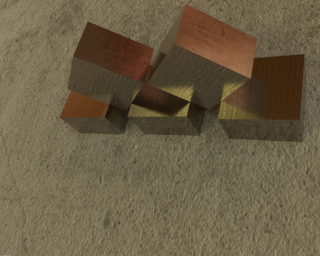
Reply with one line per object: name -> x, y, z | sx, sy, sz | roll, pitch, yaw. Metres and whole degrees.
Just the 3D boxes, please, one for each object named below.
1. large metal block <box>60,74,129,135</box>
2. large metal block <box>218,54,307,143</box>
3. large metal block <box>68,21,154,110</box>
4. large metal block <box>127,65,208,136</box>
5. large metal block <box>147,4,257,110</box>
large metal block -> -0.088, -0.038, 0.457 | 0.080, 0.050, 0.080 | 0, 62, 28
large metal block -> 0.117, -0.032, 0.347 | 0.080, 0.050, 0.080 | 2, 62, 28
large metal block -> -0.063, -0.072, 0.381 | 0.080, 0.080, 0.050 | 19, 65, -13
large metal block -> 0.015, -0.037, 0.404 | 0.080, 0.050, 0.080 | 1, 62, 28
large metal block -> 0.042, -0.070, 0.329 | 0.080, 0.080, 0.050 | 137, 152, -62
